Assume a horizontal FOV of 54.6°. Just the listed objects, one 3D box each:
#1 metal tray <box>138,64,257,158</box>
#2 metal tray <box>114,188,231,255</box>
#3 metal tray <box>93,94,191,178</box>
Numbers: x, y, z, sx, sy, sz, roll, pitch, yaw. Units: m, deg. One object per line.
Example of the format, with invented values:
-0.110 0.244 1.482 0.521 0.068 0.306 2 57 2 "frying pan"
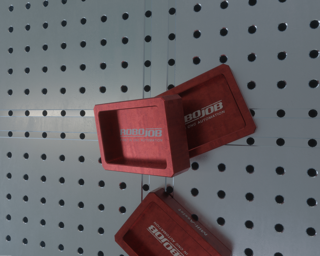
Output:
0.044 -0.012 0.394 0.130 0.030 0.090 -24 82 18 "metal tray"
0.015 0.155 0.404 0.130 0.030 0.090 41 103 15 "metal tray"
-0.027 0.009 0.387 0.130 0.030 0.090 -2 98 43 "metal tray"
